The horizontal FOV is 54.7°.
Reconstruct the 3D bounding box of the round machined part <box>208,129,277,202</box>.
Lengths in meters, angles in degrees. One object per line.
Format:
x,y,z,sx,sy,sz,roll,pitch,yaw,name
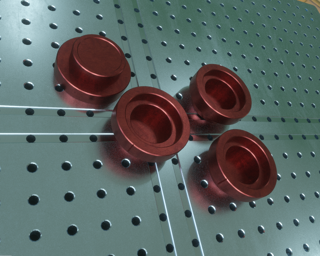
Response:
0.107,0.054,0.424,0.099,0.042,0.098,14,56,-21,round machined part

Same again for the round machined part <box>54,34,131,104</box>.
-0.083,-0.083,0.404,0.099,0.042,0.098,14,56,-21,round machined part

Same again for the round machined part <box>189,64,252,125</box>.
0.088,-0.047,0.475,0.099,0.042,0.098,14,56,-21,round machined part

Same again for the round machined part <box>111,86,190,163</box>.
-0.015,-0.001,0.391,0.099,0.042,0.098,14,56,-21,round machined part
